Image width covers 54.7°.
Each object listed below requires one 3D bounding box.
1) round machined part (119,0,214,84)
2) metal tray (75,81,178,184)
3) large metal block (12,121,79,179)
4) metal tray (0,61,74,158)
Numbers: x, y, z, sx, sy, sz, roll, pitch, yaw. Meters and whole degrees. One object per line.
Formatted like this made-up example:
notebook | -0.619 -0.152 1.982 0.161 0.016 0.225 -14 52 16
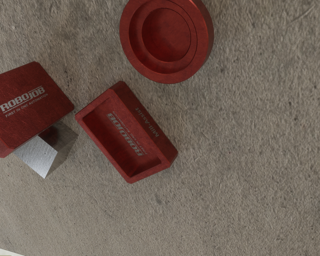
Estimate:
round machined part | 0.010 -0.100 0.329 0.098 0.042 0.097 13 124 21
metal tray | -0.048 0.010 0.434 0.090 0.030 0.130 -30 102 37
large metal block | -0.192 0.023 0.506 0.080 0.050 0.080 39 129 1
metal tray | -0.189 -0.030 0.419 0.030 0.131 0.090 -32 101 34
